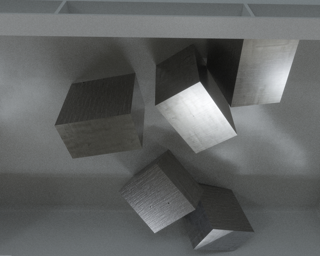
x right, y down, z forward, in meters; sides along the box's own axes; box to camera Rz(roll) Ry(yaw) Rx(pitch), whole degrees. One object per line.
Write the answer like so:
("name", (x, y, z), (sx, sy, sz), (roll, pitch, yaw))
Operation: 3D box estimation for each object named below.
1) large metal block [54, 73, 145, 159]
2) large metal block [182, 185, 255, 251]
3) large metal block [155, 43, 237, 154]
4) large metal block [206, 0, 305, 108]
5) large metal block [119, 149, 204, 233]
("large metal block", (-0.064, -0.016, 0.359), (0.080, 0.080, 0.050), (-8, 130, 7))
("large metal block", (0.083, 0.138, 0.477), (0.081, 0.080, 0.050), (15, 124, -29))
("large metal block", (0.039, -0.033, 0.345), (0.050, 0.080, 0.080), (-27, 125, 21))
("large metal block", (0.085, -0.078, 0.302), (0.050, 0.080, 0.079), (-6, 131, -8))
("large metal block", (0.003, 0.091, 0.450), (0.080, 0.050, 0.080), (-39, 92, 28))
